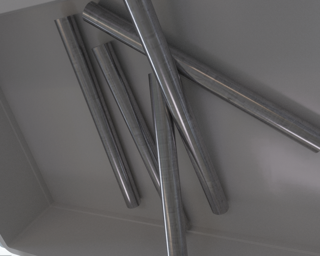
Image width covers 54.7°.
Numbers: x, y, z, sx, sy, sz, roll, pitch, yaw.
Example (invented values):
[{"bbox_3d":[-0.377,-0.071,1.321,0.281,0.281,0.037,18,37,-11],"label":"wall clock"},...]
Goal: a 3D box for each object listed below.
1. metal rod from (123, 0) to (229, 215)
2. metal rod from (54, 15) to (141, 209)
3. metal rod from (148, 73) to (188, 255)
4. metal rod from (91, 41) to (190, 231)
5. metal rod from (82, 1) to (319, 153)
[{"bbox_3d":[0.030,-0.008,0.364,0.025,0.025,0.299,-6,123,31],"label":"metal rod"},{"bbox_3d":[-0.081,-0.007,0.447,0.025,0.025,0.298,-2,118,29],"label":"metal rod"},{"bbox_3d":[0.014,0.083,0.374,0.025,0.025,0.298,-6,91,31],"label":"metal rod"},{"bbox_3d":[-0.019,0.026,0.434,0.025,0.025,0.299,-9,114,32],"label":"metal rod"},{"bbox_3d":[0.044,-0.061,0.347,0.301,0.025,0.025,31,128,8],"label":"metal rod"}]
